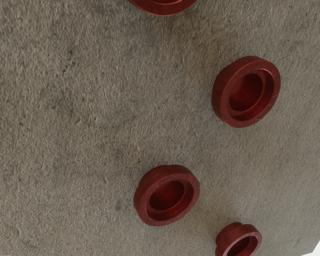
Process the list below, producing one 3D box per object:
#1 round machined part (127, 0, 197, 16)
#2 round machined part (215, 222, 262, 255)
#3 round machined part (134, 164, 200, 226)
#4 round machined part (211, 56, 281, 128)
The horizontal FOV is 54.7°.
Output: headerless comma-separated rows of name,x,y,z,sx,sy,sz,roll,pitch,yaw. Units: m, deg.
round machined part,-0.001,-0.161,0.295,0.099,0.042,0.097,-14,124,-21
round machined part,0.151,0.228,0.620,0.099,0.042,0.097,-14,124,-21
round machined part,0.007,0.094,0.457,0.099,0.042,0.097,-14,124,-21
round machined part,0.112,-0.052,0.425,0.099,0.042,0.097,-14,124,-21
